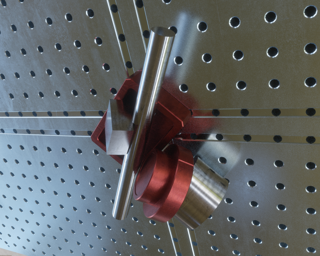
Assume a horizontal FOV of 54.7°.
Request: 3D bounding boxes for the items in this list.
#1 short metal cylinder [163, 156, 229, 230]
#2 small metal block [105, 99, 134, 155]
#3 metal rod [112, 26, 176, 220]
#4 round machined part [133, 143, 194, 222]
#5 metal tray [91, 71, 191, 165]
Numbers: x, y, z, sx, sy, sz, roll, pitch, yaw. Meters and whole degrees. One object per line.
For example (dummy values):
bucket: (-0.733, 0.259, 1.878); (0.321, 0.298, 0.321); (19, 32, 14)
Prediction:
short metal cylinder: (0.043, 0.083, 0.402); (0.050, 0.080, 0.080); (40, 129, 1)
small metal block: (-0.053, -0.001, 0.393); (0.025, 0.050, 0.050); (2, 140, -18)
metal rod: (-0.030, 0.019, 0.398); (0.025, 0.025, 0.298); (25, 127, 12)
round machined part: (-0.001, 0.064, 0.389); (0.042, 0.098, 0.097); (24, 130, -14)
metal tray: (-0.030, -0.001, 0.421); (0.090, 0.030, 0.129); (40, 129, 0)
